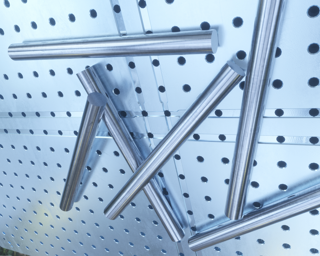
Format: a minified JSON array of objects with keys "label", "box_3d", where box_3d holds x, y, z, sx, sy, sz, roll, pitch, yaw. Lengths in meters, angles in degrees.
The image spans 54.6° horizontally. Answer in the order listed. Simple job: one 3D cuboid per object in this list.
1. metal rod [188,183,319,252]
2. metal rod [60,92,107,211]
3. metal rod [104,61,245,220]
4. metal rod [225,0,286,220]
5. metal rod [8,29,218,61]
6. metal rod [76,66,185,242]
[{"label":"metal rod","box_3d":[0.145,0.112,0.404,0.025,0.025,0.299,47,129,-5]},{"label":"metal rod","box_3d":[-0.131,0.057,0.497,0.025,0.025,0.298,34,135,6]},{"label":"metal rod","box_3d":[0.002,0.035,0.409,0.025,0.025,0.298,40,122,1]},{"label":"metal rod","box_3d":[0.102,-0.009,0.351,0.025,0.025,0.298,14,124,21]},{"label":"metal rod","box_3d":[-0.078,-0.101,0.390,0.300,0.025,0.025,4,120,26]},{"label":"metal rod","box_3d":[-0.036,0.049,0.461,0.025,0.025,0.299,-15,111,34]}]
